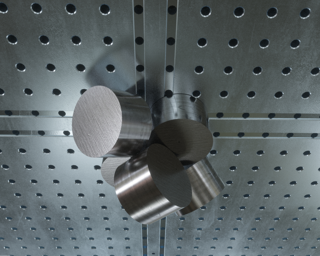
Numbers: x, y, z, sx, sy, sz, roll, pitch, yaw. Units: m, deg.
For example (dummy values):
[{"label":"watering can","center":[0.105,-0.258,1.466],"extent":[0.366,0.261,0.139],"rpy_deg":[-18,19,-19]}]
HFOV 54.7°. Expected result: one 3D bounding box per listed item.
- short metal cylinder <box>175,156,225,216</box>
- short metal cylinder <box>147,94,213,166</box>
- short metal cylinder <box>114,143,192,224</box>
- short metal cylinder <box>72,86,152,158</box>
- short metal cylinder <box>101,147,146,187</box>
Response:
[{"label":"short metal cylinder","center":[0.043,0.078,0.434],"extent":[0.080,0.080,0.050],"rpy_deg":[-33,88,24]},{"label":"short metal cylinder","center":[0.025,0.003,0.398],"extent":[0.081,0.050,0.079],"rpy_deg":[0,130,0]},{"label":"short metal cylinder","center":[-0.007,0.065,0.363],"extent":[0.050,0.080,0.080],"rpy_deg":[-34,123,25]},{"label":"short metal cylinder","center":[-0.056,-0.005,0.361],"extent":[0.080,0.080,0.050],"rpy_deg":[-38,155,27]},{"label":"short metal cylinder","center":[-0.038,0.043,0.431],"extent":[0.081,0.050,0.079],"rpy_deg":[0,130,0]}]
